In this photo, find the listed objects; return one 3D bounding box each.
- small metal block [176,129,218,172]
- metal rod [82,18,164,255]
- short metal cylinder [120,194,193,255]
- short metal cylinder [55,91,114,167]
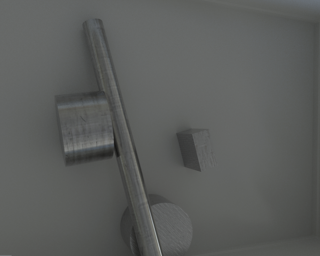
[{"bbox_3d":[0.049,0.028,0.417,0.025,0.050,0.050,-16,96,-20],"label":"small metal block"},{"bbox_3d":[-0.044,0.014,0.362,0.025,0.025,0.299,-13,82,-20],"label":"metal rod"},{"bbox_3d":[-0.006,0.130,0.396,0.081,0.050,0.079,0,90,-20],"label":"short metal cylinder"},{"bbox_3d":[-0.087,0.000,0.350,0.050,0.080,0.079,-9,93,-20],"label":"short metal cylinder"}]
